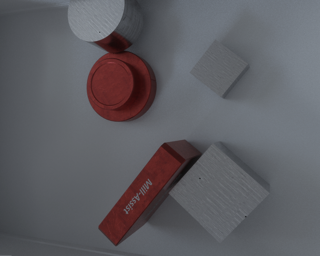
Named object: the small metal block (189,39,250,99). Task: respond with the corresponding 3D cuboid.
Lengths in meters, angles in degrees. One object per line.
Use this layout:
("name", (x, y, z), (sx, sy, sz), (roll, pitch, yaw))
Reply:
("small metal block", (0.074, -0.072, 0.384), (0.050, 0.025, 0.050), (41, 103, 15))

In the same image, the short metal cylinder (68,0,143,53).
("short metal cylinder", (-0.068, -0.142, 0.395), (0.080, 0.050, 0.080), (-1, 87, 22))

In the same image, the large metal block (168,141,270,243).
("large metal block", (0.072, 0.073, 0.371), (0.080, 0.050, 0.080), (43, 103, 14))

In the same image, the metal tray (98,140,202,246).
("metal tray", (-0.009, 0.074, 0.378), (0.030, 0.090, 0.130), (41, 103, 15))

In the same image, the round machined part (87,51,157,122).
("round machined part", (-0.058, -0.057, 0.421), (0.098, 0.042, 0.097), (0, 90, 19))
